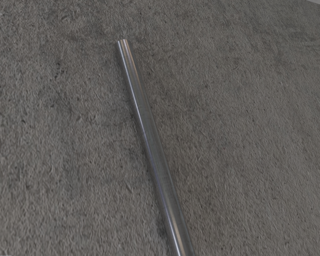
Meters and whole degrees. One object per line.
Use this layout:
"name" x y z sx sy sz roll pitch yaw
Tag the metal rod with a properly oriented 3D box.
"metal rod" -0.013 0.012 0.388 0.025 0.025 0.299 -3 63 -30
